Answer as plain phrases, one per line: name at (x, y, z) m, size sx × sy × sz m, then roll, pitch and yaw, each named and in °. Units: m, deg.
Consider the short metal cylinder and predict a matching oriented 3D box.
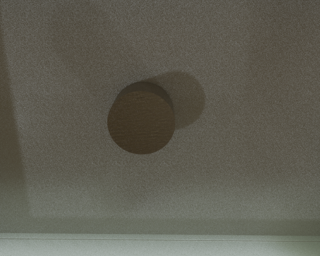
short metal cylinder at (-0.022, -0.013, 0.390) m, size 0.080 × 0.050 × 0.079 m, roll 0°, pitch 110°, yaw 0°
